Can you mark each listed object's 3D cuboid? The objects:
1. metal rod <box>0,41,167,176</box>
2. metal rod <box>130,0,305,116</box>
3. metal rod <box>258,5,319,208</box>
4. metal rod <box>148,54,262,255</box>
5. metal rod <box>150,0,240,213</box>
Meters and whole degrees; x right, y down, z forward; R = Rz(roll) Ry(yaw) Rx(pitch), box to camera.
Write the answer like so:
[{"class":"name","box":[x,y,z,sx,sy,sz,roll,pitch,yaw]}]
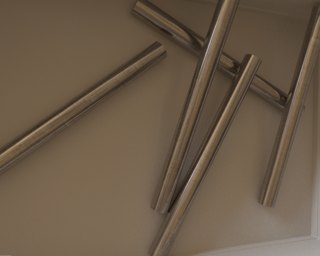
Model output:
[{"class":"metal rod","box":[-0.112,-0.014,0.369,0.301,0.025,0.025,-38,103,-16]},{"class":"metal rod","box":[0.095,-0.093,0.446,0.301,0.025,0.025,28,81,-18]},{"class":"metal rod","box":[0.198,-0.028,0.459,0.025,0.025,0.298,12,96,-20]},{"class":"metal rod","box":[0.062,0.037,0.420,0.025,0.025,0.299,28,86,-18]},{"class":"metal rod","box":[0.044,-0.033,0.392,0.025,0.025,0.298,15,98,-20]}]
